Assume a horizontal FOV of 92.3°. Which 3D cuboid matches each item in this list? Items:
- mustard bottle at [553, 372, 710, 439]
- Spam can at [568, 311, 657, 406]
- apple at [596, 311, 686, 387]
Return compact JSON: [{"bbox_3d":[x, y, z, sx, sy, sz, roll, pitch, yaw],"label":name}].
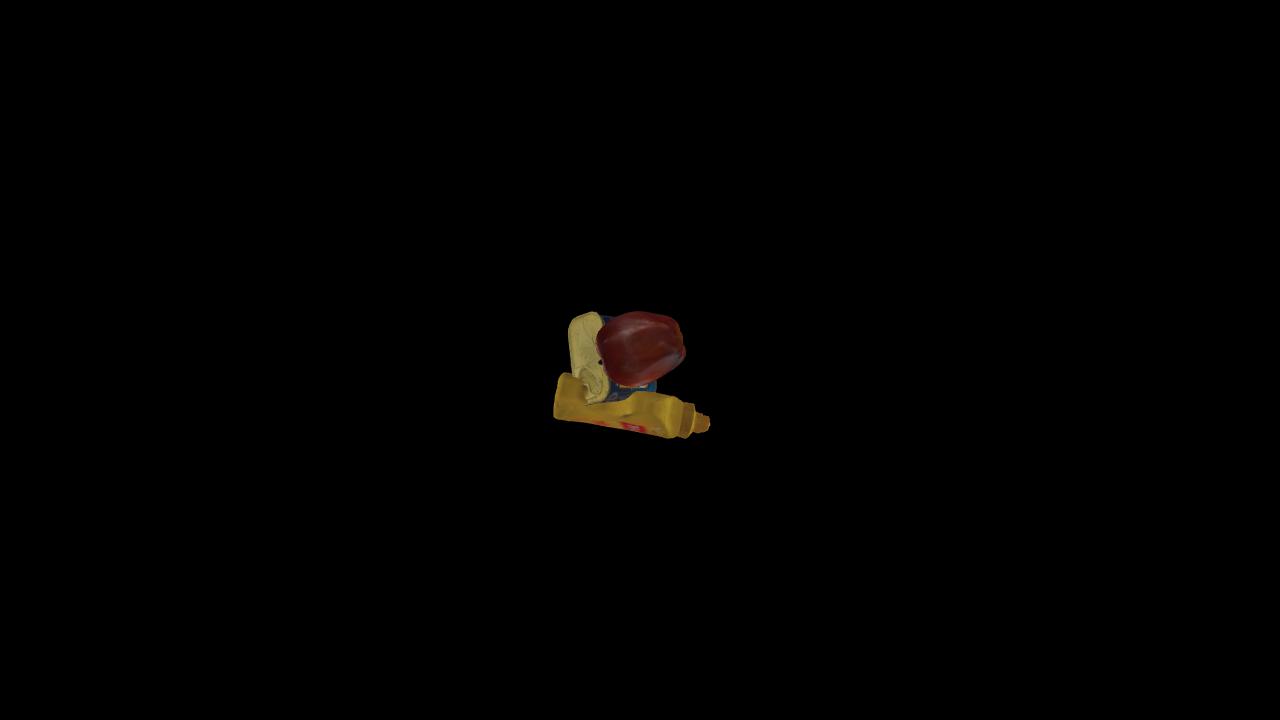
[{"bbox_3d":[-0.007,0.059,0.723,0.184,0.054,0.092,11,-22,-4],"label":"mustard bottle"},{"bbox_3d":[-0.030,0.000,0.706,0.058,0.101,0.085,-13,-11,41],"label":"Spam can"},{"bbox_3d":[-0.001,-0.012,0.636,0.093,0.079,0.079,-16,-3,11],"label":"apple"}]
